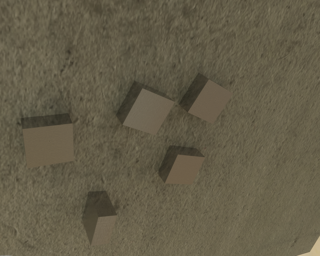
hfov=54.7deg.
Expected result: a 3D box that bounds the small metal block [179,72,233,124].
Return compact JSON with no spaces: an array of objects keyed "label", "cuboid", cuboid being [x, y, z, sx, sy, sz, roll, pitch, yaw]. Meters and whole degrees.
[{"label":"small metal block","cuboid":[0.062,-0.039,0.418,0.050,0.025,0.050,22,107,-37]}]

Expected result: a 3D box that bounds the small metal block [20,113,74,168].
[{"label":"small metal block","cuboid":[-0.125,0.014,0.348,0.050,0.025,0.050,-8,122,-25]}]

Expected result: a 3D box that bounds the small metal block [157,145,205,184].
[{"label":"small metal block","cuboid":[0.031,0.056,0.460,0.050,0.025,0.050,9,114,-33]}]

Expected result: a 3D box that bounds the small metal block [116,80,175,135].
[{"label":"small metal block","cuboid":[-0.018,-0.024,0.384,0.050,0.025,0.050,19,108,-36]}]

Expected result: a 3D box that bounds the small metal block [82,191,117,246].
[{"label":"small metal block","cuboid":[-0.084,0.122,0.422,0.025,0.050,0.050,3,117,-31]}]
